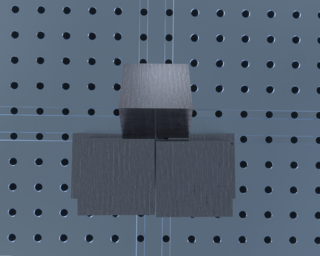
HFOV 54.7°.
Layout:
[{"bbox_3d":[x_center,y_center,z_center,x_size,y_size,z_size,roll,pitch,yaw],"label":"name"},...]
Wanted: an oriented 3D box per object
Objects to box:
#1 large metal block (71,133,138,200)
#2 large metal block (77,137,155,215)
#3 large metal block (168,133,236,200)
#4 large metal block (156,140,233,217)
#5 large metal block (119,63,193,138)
[{"bbox_3d":[-0.067,0.047,0.401,0.081,0.050,0.079,2,90,-1],"label":"large metal block"},{"bbox_3d":[-0.046,0.051,0.347,0.081,0.050,0.079,0,90,-1],"label":"large metal block"},{"bbox_3d":[0.051,0.047,0.401,0.081,0.050,0.079,-1,90,-1],"label":"large metal block"},{"bbox_3d":[0.036,0.053,0.349,0.081,0.050,0.079,0,90,-1],"label":"large metal block"},{"bbox_3d":[-0.005,-0.035,0.380,0.081,0.050,0.080,0,48,-1],"label":"large metal block"}]
